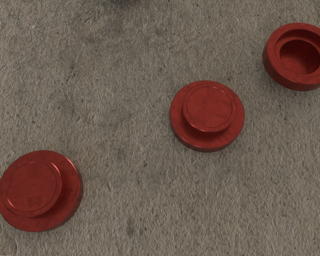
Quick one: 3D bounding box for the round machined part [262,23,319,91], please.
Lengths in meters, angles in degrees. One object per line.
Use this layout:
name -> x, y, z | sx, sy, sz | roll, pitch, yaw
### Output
round machined part -> 0.193, -0.095, 0.435 | 0.099, 0.042, 0.098 | 0, 70, 0

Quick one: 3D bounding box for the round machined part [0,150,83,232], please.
round machined part -> -0.146, 0.073, 0.371 | 0.099, 0.042, 0.098 | 0, 70, 0

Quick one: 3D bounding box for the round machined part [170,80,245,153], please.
round machined part -> 0.062, -0.020, 0.407 | 0.099, 0.042, 0.098 | 0, 70, 0
